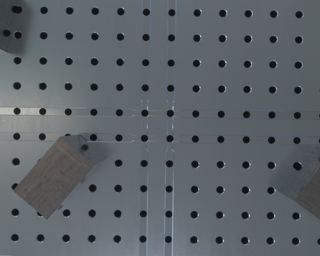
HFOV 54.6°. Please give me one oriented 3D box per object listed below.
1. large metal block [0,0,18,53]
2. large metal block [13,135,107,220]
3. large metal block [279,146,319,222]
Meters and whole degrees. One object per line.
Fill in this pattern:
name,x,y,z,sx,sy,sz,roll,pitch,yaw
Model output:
large metal block,-0.240,-0.149,0.399,0.080,0.050,0.080,11,90,0
large metal block,-0.118,0.056,0.385,0.050,0.080,0.080,41,90,0
large metal block,0.220,0.080,0.402,0.080,0.050,0.080,37,90,0
